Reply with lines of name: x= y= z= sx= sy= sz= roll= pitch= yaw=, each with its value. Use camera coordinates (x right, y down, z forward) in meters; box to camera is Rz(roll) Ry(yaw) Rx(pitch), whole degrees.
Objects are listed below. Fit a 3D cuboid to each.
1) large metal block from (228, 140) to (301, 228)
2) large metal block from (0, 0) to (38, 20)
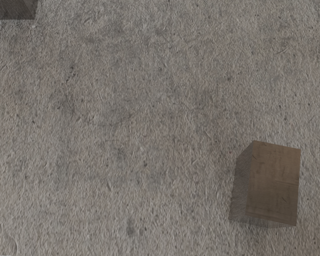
large metal block: x=0.117 y=0.068 z=0.355 sx=0.050 sy=0.080 sz=0.080 roll=11 pitch=71 yaw=4
large metal block: x=-0.235 y=-0.205 z=0.452 sx=0.081 sy=0.080 sz=0.050 roll=0 pitch=70 yaw=0
